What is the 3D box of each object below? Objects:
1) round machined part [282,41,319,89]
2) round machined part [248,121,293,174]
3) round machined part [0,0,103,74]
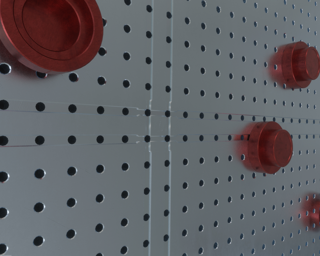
[{"bbox_3d":[0.299,-0.132,0.646,0.099,0.042,0.097,0,90,-40],"label":"round machined part"},{"bbox_3d":[0.209,0.036,0.571,0.099,0.042,0.097,0,90,-40],"label":"round machined part"},{"bbox_3d":[-0.110,-0.102,0.305,0.099,0.042,0.097,0,90,-40],"label":"round machined part"}]
